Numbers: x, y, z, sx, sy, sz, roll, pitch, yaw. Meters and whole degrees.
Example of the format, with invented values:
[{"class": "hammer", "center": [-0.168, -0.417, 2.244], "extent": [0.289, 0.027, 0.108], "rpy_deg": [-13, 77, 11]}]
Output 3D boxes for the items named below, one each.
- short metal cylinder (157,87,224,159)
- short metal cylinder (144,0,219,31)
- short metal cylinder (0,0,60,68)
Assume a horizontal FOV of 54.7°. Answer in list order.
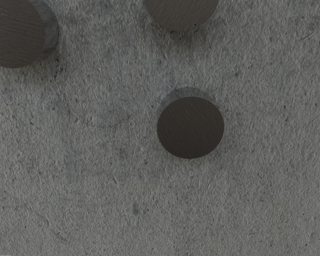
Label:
[{"class": "short metal cylinder", "center": [0.037, -0.008, 0.394], "extent": [0.081, 0.050, 0.079], "rpy_deg": [0, 110, 0]}, {"class": "short metal cylinder", "center": [0.022, -0.150, 0.341], "extent": [0.081, 0.050, 0.079], "rpy_deg": [0, 110, 0]}, {"class": "short metal cylinder", "center": [-0.163, -0.112, 0.354], "extent": [0.081, 0.050, 0.079], "rpy_deg": [0, 110, 0]}]
